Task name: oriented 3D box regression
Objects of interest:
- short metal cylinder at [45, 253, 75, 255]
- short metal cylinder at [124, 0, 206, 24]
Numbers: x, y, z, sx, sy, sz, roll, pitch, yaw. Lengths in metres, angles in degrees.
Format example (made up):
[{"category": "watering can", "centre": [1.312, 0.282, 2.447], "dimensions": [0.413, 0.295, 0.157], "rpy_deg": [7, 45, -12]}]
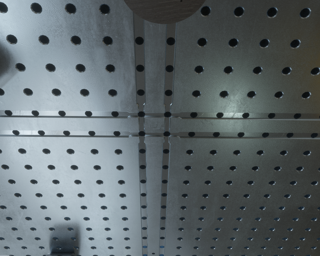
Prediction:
[{"category": "short metal cylinder", "centre": [-0.205, 0.296, 0.625], "dimensions": [0.050, 0.080, 0.079], "rpy_deg": [1, 130, -1]}, {"category": "short metal cylinder", "centre": [0.004, -0.141, 0.275], "dimensions": [0.081, 0.050, 0.079], "rpy_deg": [-1, 130, 0]}]
